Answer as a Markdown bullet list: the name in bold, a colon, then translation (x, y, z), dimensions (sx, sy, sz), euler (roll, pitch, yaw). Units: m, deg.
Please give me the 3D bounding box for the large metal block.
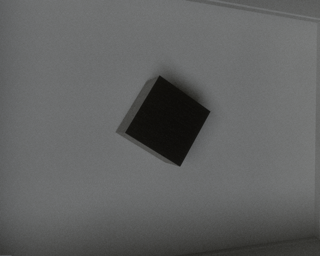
- **large metal block**: translation (0.003, -0.008, 0.395), dimensions (0.080, 0.050, 0.080), euler (33, 79, -17)
